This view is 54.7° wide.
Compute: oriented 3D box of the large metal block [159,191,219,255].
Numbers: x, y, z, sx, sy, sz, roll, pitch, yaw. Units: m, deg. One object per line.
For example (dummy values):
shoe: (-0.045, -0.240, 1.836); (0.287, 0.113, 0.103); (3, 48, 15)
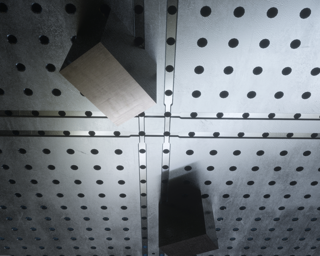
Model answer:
large metal block: (0.045, 0.162, 0.515); (0.080, 0.080, 0.050); (-22, 127, 17)

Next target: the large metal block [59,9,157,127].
large metal block: (-0.047, -0.063, 0.321); (0.050, 0.080, 0.080); (-29, 125, 22)
